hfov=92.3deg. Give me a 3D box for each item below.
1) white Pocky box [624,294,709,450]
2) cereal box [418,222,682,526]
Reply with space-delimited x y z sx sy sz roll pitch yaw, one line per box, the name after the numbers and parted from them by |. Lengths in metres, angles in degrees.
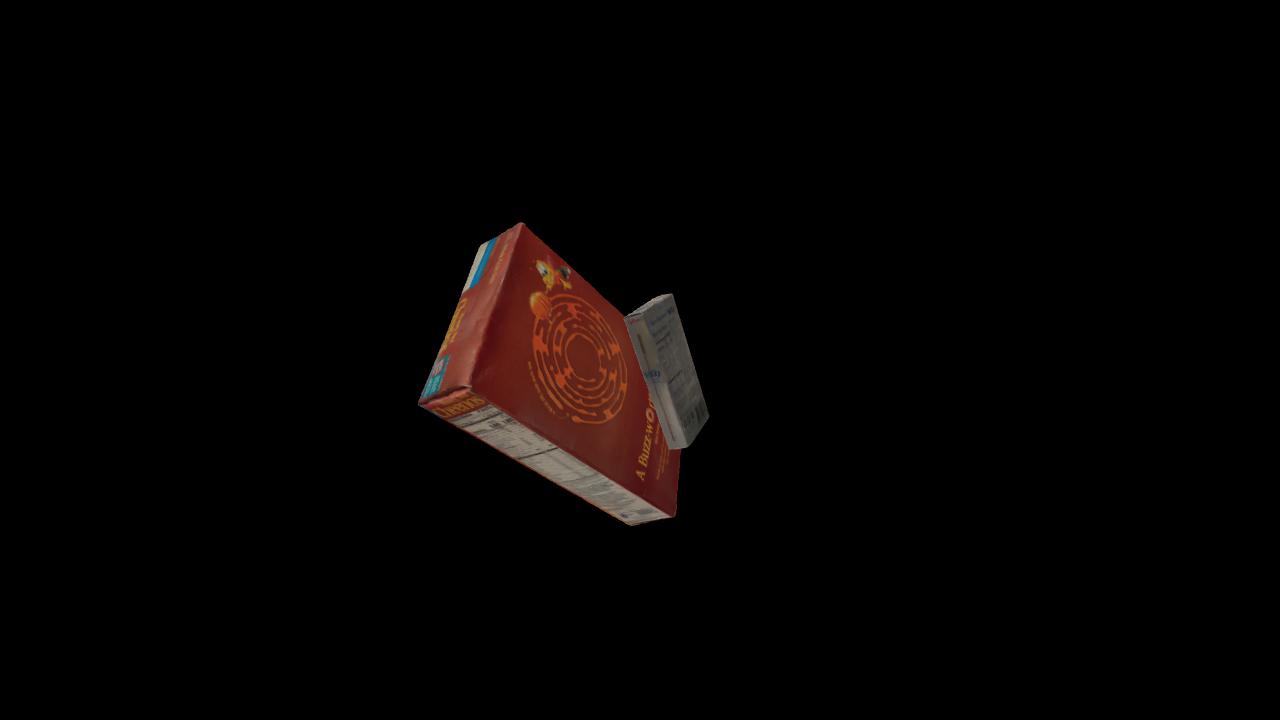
0.033 0.011 0.671 0.028 0.154 0.084 -11 14 29 | white Pocky box
-0.067 0.027 0.665 0.081 0.203 0.306 -20 -44 34 | cereal box
